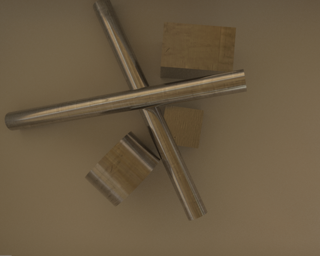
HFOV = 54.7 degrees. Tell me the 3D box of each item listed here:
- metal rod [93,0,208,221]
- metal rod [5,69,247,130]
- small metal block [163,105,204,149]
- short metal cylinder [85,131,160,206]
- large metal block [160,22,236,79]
[{"bbox_3d":[-0.016,-0.029,0.391,0.025,0.025,0.299,-24,83,0],"label":"metal rod"},{"bbox_3d":[-0.052,-0.030,0.373,0.301,0.025,0.025,-9,90,14],"label":"metal rod"},{"bbox_3d":[0.028,-0.002,0.412,0.050,0.025,0.050,9,90,-1],"label":"small metal block"},{"bbox_3d":[-0.045,0.050,0.383,0.050,0.080,0.080,44,90,0],"label":"short metal cylinder"},{"bbox_3d":[0.043,-0.090,0.384,0.081,0.080,0.050,4,90,-1],"label":"large metal block"}]
